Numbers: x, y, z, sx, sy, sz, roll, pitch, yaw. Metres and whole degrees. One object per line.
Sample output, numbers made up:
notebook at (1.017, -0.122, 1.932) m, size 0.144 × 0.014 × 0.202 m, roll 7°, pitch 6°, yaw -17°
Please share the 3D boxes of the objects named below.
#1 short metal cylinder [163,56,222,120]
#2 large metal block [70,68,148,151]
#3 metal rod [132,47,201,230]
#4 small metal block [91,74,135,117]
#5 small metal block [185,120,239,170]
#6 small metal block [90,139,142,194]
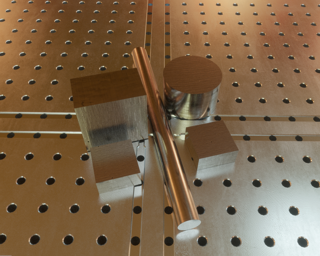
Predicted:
short metal cylinder at (0.044, -0.058, 0.440) m, size 0.081 × 0.050 × 0.080 m, roll 0°, pitch 50°, yaw 0°
large metal block at (-0.061, -0.022, 0.388) m, size 0.081 × 0.080 × 0.050 m, roll -12°, pitch 51°, yaw -10°
metal rod at (-0.002, -0.011, 0.416) m, size 0.025 × 0.025 × 0.300 m, roll -9°, pitch 51°, yaw -8°
small metal block at (-0.068, -0.048, 0.447) m, size 0.050 × 0.025 × 0.050 m, roll -13°, pitch 51°, yaw -12°
small metal block at (0.064, 0.021, 0.391) m, size 0.050 × 0.025 × 0.050 m, roll -11°, pitch 51°, yaw -10°
small metal block at (-0.053, 0.045, 0.369) m, size 0.050 × 0.025 × 0.050 m, roll -12°, pitch 51°, yaw -10°
